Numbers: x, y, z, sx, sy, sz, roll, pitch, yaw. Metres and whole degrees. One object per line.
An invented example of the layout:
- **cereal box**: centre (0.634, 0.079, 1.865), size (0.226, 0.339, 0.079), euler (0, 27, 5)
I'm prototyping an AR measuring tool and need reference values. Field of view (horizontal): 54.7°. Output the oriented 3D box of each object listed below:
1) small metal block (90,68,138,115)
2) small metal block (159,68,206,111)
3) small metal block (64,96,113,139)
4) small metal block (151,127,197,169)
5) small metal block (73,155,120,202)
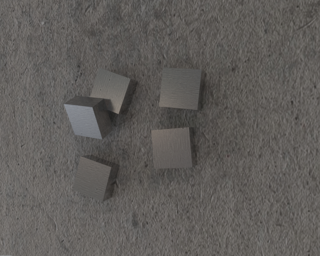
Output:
- **small metal block**: centre (-0.065, -0.051, 0.432), size (0.050, 0.025, 0.050), euler (22, 97, 18)
- **small metal block**: centre (0.029, -0.050, 0.399), size (0.050, 0.025, 0.050), euler (7, 92, 19)
- **small metal block**: centre (-0.098, -0.015, 0.428), size (0.050, 0.025, 0.050), euler (8, 125, 28)
- **small metal block**: centre (0.019, 0.026, 0.402), size (0.050, 0.025, 0.050), euler (-5, 88, 20)
- **small metal block**: centre (-0.091, 0.070, 0.441), size (0.050, 0.025, 0.050), euler (16, 96, 19)
